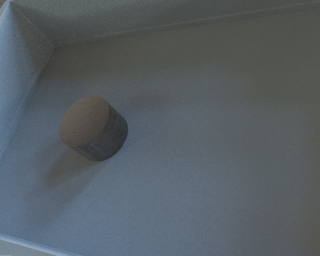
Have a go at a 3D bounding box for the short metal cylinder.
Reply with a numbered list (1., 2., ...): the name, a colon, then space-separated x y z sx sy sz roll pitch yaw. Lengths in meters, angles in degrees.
1. short metal cylinder: -0.093 0.001 0.436 0.080 0.050 0.080 -13 56 20
